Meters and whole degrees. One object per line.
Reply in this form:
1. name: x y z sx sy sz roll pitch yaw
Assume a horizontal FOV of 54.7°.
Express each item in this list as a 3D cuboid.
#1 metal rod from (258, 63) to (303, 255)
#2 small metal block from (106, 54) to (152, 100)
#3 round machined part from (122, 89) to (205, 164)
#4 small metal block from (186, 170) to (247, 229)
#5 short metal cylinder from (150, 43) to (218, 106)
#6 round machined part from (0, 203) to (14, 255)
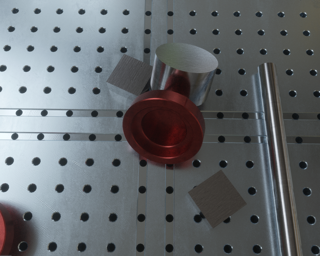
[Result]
1. metal rod: 0.152 0.053 0.393 0.025 0.025 0.299 0 70 0
2. small metal block: -0.039 -0.069 0.437 0.050 0.025 0.050 25 72 9
3. round machined part: 0.007 -0.005 0.383 0.098 0.097 0.042 15 39 5
4. small metal block: 0.068 0.088 0.380 0.050 0.025 0.050 -32 73 -11
5. short metal cylinder: 0.030 -0.071 0.406 0.081 0.050 0.080 8 39 -6
6. round machined part: -0.217 0.127 0.354 0.099 0.042 0.098 0 70 0
